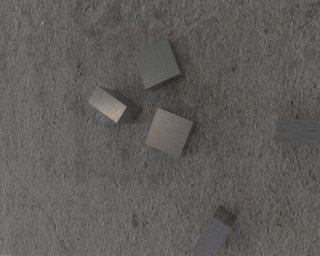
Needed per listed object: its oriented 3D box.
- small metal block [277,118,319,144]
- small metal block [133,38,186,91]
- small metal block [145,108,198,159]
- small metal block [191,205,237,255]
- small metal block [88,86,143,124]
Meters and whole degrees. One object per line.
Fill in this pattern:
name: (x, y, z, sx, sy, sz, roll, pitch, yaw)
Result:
small metal block: (0.156, 0.003, 0.341, 0.050, 0.050, 0.025, 4, 91, 20)
small metal block: (-0.001, -0.083, 0.409, 0.050, 0.025, 0.050, -22, 83, 18)
small metal block: (0.015, 0.006, 0.404, 0.050, 0.025, 0.050, 23, 98, 18)
small metal block: (0.066, 0.126, 0.372, 0.025, 0.050, 0.050, 31, 100, 17)
small metal block: (-0.059, -0.030, 0.416, 0.050, 0.050, 0.025, 36, 102, 16)
